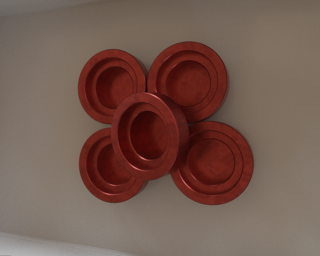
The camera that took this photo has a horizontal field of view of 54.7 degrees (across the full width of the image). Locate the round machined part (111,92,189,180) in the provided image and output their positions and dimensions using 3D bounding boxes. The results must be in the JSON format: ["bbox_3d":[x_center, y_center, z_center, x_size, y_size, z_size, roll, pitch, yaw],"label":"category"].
[{"bbox_3d":[-0.007,0.008,0.356,0.098,0.042,0.097,5,98,37],"label":"round machined part"}]

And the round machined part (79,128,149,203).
[{"bbox_3d":[-0.056,0.048,0.418,0.098,0.042,0.097,0,90,19],"label":"round machined part"}]

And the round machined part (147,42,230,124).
[{"bbox_3d":[0.037,-0.054,0.386,0.098,0.042,0.097,0,90,19],"label":"round machined part"}]

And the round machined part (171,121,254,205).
[{"bbox_3d":[0.064,0.040,0.377,0.098,0.042,0.097,0,90,19],"label":"round machined part"}]

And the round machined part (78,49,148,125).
[{"bbox_3d":[-0.057,-0.053,0.419,0.098,0.042,0.097,0,90,19],"label":"round machined part"}]
